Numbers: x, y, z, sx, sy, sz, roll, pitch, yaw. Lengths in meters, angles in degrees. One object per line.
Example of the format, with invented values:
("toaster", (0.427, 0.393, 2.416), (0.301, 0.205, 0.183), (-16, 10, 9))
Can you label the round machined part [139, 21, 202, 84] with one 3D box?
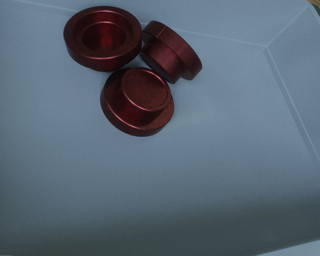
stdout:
("round machined part", (0.008, -0.100, 0.436), (0.098, 0.098, 0.042), (41, 87, 0))

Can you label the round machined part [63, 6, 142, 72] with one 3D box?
("round machined part", (-0.073, -0.113, 0.410), (0.099, 0.042, 0.098), (2, 58, -3))

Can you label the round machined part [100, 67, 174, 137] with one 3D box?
("round machined part", (-0.025, -0.041, 0.406), (0.099, 0.042, 0.098), (14, 56, -21))
